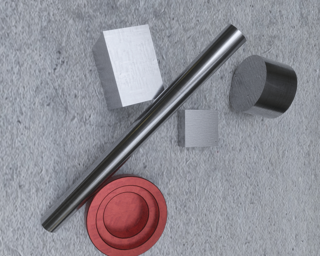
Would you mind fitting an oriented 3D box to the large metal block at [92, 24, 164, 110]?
[{"bbox_3d":[-0.040,-0.067,0.366,0.050,0.080,0.080,-16,96,-20],"label":"large metal block"}]

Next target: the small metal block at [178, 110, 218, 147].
[{"bbox_3d":[0.053,0.000,0.430,0.050,0.025,0.050,0,90,-21],"label":"small metal block"}]

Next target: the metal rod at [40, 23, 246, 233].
[{"bbox_3d":[-0.026,0.008,0.338,0.025,0.025,0.299,42,100,-16],"label":"metal rod"}]

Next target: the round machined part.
[{"bbox_3d":[-0.044,0.105,0.385,0.099,0.042,0.097,0,90,-21],"label":"round machined part"}]

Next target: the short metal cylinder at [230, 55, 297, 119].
[{"bbox_3d":[0.142,-0.057,0.434,0.050,0.080,0.080,11,86,-20],"label":"short metal cylinder"}]
